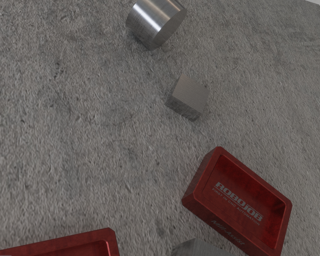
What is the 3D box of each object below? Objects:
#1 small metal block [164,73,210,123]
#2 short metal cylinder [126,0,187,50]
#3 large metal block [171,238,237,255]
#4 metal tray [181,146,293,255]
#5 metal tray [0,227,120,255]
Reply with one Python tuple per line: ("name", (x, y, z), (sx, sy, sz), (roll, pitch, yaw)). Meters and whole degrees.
("small metal block", (0.040, -0.044, 0.452), (0.050, 0.025, 0.050), (31, 52, -9))
("short metal cylinder", (-0.005, -0.164, 0.466), (0.050, 0.080, 0.080), (44, 51, 2))
("large metal block", (0.050, 0.169, 0.311), (0.080, 0.050, 0.080), (27, 52, -11))
("metal tray", (0.102, 0.096, 0.396), (0.130, 0.030, 0.090), (38, 51, -3))
("metal tray", (-0.096, 0.144, 0.261), (0.131, 0.030, 0.090), (-3, 63, -29))
